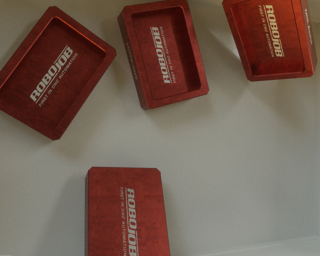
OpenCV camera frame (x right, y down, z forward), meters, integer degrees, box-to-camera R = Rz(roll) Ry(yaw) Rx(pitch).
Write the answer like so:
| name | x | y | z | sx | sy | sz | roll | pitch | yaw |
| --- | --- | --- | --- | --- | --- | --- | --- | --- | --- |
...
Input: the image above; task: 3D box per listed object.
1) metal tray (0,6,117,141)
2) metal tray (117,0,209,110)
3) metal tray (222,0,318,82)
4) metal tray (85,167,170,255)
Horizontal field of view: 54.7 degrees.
| name | x | y | z | sx | sy | sz | roll | pitch | yaw |
| --- | --- | --- | --- | --- | --- | --- | --- | --- | --- |
| metal tray | -0.123 | -0.062 | 0.362 | 0.090 | 0.030 | 0.130 | 34 | 79 | -17 |
| metal tray | 0.005 | -0.097 | 0.409 | 0.091 | 0.030 | 0.129 | -17 | 96 | -19 |
| metal tray | 0.145 | -0.124 | 0.404 | 0.030 | 0.090 | 0.130 | -58 | 133 | -34 |
| metal tray | -0.040 | 0.112 | 0.362 | 0.091 | 0.030 | 0.130 | 4 | 59 | -20 |
